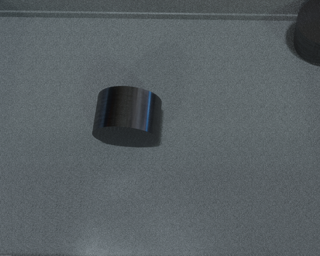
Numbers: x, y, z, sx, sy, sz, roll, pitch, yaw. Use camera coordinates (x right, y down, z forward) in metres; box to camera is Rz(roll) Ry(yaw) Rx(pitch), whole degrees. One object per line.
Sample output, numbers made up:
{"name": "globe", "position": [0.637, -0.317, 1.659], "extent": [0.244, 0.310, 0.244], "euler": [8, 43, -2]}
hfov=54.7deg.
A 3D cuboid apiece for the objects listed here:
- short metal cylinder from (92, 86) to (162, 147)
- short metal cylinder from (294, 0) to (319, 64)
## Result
{"name": "short metal cylinder", "position": [-0.040, -0.011, 0.384], "extent": [0.080, 0.080, 0.050], "euler": [4, 70, 1]}
{"name": "short metal cylinder", "position": [0.235, -0.139, 0.437], "extent": [0.080, 0.050, 0.080], "euler": [-6, 69, 15]}
